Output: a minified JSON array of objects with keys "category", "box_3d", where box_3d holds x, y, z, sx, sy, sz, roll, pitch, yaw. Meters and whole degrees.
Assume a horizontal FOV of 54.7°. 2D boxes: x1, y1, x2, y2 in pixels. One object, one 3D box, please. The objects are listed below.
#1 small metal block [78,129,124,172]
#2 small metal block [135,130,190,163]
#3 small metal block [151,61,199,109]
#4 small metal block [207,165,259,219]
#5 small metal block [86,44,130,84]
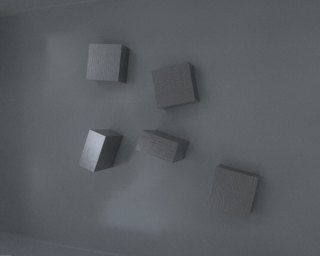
[{"category":"small metal block","box_3d":[-0.080,0.030,0.425,0.025,0.050,0.050,22,97,19]},{"category":"small metal block","box_3d":[0.004,0.022,0.396,0.050,0.050,0.025,19,97,19]},{"category":"small metal block","box_3d":[0.020,-0.054,0.403,0.050,0.025,0.050,-11,87,19]},{"category":"small metal block","box_3d":[0.090,0.076,0.379,0.050,0.025,0.050,14,95,19]},{"category":"small metal block","box_3d":[-0.073,-0.090,0.436,0.050,0.025,0.050,6,92,19]}]
